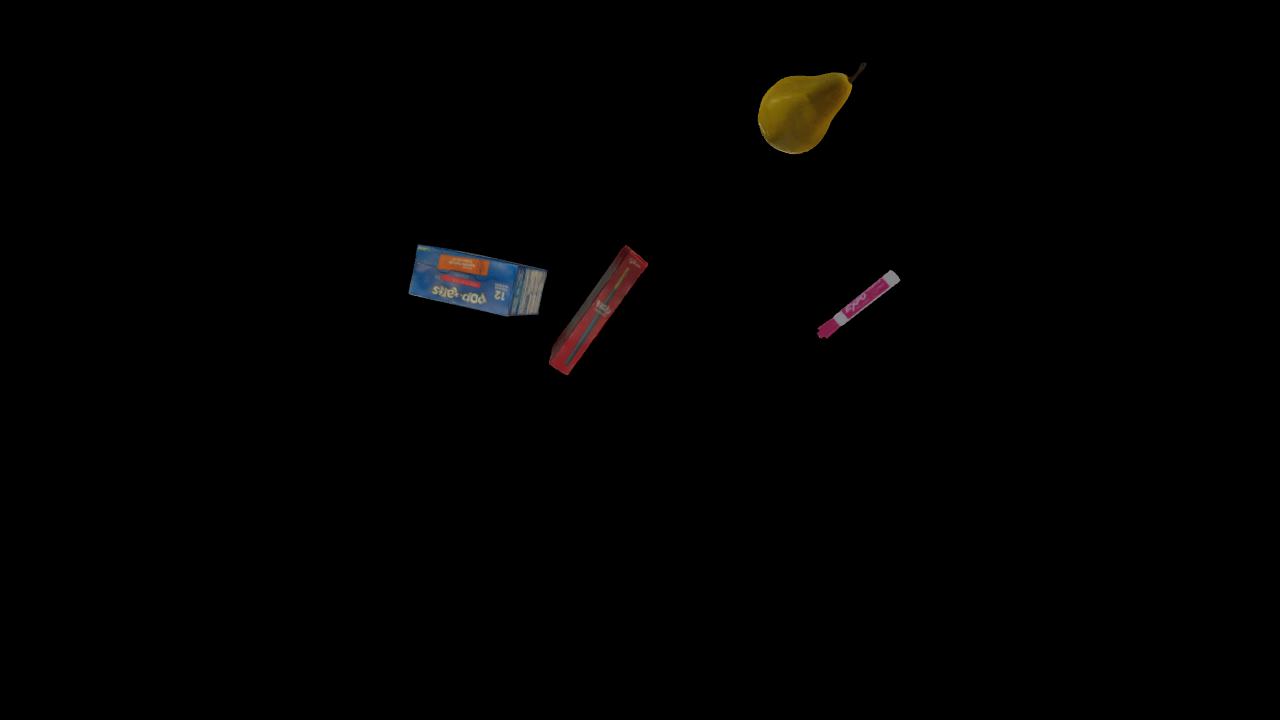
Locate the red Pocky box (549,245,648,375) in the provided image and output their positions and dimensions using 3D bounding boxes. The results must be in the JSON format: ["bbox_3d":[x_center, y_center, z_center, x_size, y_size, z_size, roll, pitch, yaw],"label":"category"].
[{"bbox_3d":[-0.049,-0.058,0.700,0.028,0.155,0.083,35,9,-12],"label":"red Pocky box"}]

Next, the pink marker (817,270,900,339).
[{"bbox_3d":[0.279,-0.069,0.791,0.121,0.020,0.020,-40,-10,13],"label":"pink marker"}]

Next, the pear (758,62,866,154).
[{"bbox_3d":[0.178,-0.258,0.626,0.080,0.080,0.111,0,-6,-44],"label":"pear"}]

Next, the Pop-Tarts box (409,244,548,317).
[{"bbox_3d":[-0.256,-0.127,0.993,0.167,0.083,0.141,13,8,9],"label":"Pop-Tarts box"}]
